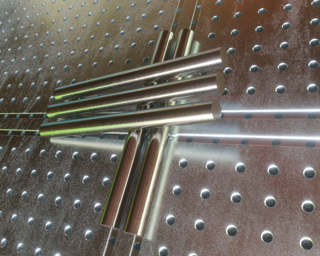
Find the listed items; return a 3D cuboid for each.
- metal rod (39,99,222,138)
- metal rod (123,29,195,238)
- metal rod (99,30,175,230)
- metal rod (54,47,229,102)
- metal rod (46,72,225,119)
[{"bbox_3d":[-0.062,-0.007,0.416,0.300,0.025,0.025,-5,59,35],"label":"metal rod"},{"bbox_3d":[0.006,-0.011,0.411,0.025,0.025,0.300,1,62,28],"label":"metal rod"},{"bbox_3d":[-0.024,-0.014,0.428,0.025,0.025,0.300,1,62,28],"label":"metal rod"},{"bbox_3d":[-0.048,-0.070,0.448,0.300,0.025,0.025,-6,59,34],"label":"metal rod"},{"bbox_3d":[-0.055,-0.039,0.433,0.300,0.025,0.025,-6,59,34],"label":"metal rod"}]
